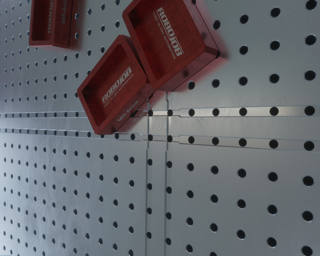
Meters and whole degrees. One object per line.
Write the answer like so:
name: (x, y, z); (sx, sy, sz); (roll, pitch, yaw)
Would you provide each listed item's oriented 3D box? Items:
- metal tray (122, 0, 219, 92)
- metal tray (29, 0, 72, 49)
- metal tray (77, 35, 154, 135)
metal tray: (0.008, -0.124, 0.400); (0.090, 0.030, 0.130); (-35, 69, 34)
metal tray: (-0.203, -0.215, 0.575); (0.090, 0.030, 0.129); (11, 97, 39)
metal tray: (-0.066, -0.060, 0.461); (0.129, 0.030, 0.090); (-43, 64, 31)
